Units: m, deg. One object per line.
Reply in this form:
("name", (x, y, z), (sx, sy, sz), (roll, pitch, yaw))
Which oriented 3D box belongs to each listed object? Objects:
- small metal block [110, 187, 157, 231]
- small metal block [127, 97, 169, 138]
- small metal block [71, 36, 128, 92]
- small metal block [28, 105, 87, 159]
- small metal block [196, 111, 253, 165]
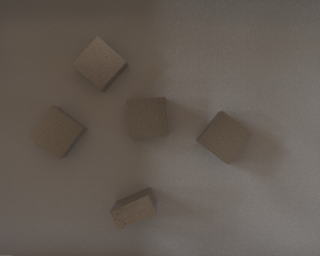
("small metal block", (-0.032, 0.102, 0.399), (0.050, 0.050, 0.025), (-23, 90, 0))
("small metal block", (-0.016, -0.014, 0.411), (0.050, 0.025, 0.050), (-5, 90, 0))
("small metal block", (-0.078, -0.084, 0.411), (0.050, 0.025, 0.050), (42, 90, 0))
("small metal block", (-0.134, 0.005, 0.410), (0.050, 0.025, 0.050), (37, 90, 0))
("small metal block", (0.085, 0.012, 0.412), (0.050, 0.025, 0.050), (38, 90, 0))
